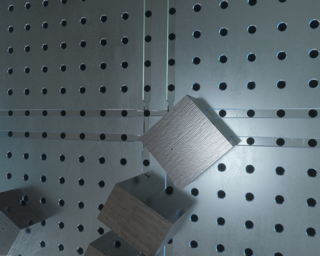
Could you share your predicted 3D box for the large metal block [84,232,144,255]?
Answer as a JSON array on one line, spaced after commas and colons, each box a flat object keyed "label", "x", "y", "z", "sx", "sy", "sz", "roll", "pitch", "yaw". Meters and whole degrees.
[{"label": "large metal block", "x": -0.067, "y": 0.205, "z": 0.423, "sx": 0.080, "sy": 0.050, "sz": 0.080, "roll": 27, "pitch": 99, "yaw": 18}]

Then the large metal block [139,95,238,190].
[{"label": "large metal block", "x": 0.036, "y": 0.017, "z": 0.387, "sx": 0.080, "sy": 0.050, "sz": 0.080, "roll": -43, "pitch": 77, "yaw": 15}]

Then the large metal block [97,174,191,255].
[{"label": "large metal block", "x": -0.017, "y": 0.106, "z": 0.390, "sx": 0.080, "sy": 0.080, "sz": 0.050, "roll": 31, "pitch": 100, "yaw": 17}]

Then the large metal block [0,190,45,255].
[{"label": "large metal block", "x": -0.243, "y": 0.158, "z": 0.486, "sx": 0.080, "sy": 0.050, "sz": 0.080, "roll": 34, "pitch": 101, "yaw": 16}]
